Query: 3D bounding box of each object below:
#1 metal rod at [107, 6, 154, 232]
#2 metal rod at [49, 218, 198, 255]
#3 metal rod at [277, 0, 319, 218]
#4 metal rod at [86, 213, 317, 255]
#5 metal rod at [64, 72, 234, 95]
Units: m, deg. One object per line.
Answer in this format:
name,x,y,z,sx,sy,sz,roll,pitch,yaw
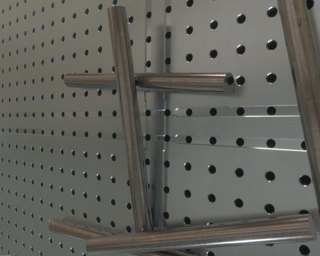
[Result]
metal rod,-0.039,-0.007,0.414,0.025,0.025,0.298,-3,95,39
metal rod,-0.075,0.172,0.468,0.300,0.025,0.025,-3,88,39
metal rod,0.137,-0.064,0.295,0.025,0.025,0.298,-14,82,39
metal rod,0.023,0.133,0.370,0.300,0.025,0.025,-18,79,32
metal rod,-0.039,-0.066,0.439,0.300,0.025,0.025,8,95,39
